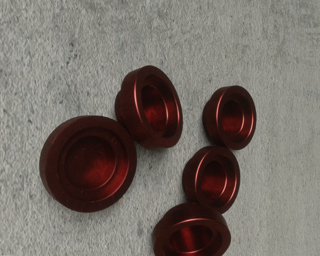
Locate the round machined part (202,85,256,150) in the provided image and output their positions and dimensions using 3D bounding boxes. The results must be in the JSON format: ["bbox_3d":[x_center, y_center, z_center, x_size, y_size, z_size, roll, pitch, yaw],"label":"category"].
[{"bbox_3d":[0.104,-0.015,0.480,0.099,0.042,0.097,0,90,-40],"label":"round machined part"}]

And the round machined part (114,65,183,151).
[{"bbox_3d":[-0.016,-0.021,0.366,0.098,0.042,0.098,30,53,-50],"label":"round machined part"}]

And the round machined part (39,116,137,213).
[{"bbox_3d":[-0.077,0.035,0.326,0.099,0.042,0.097,-3,94,-37],"label":"round machined part"}]

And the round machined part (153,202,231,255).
[{"bbox_3d":[0.039,0.136,0.404,0.099,0.042,0.097,-4,123,-6],"label":"round machined part"}]

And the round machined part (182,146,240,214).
[{"bbox_3d":[0.071,0.075,0.453,0.099,0.042,0.097,0,90,-40],"label":"round machined part"}]
